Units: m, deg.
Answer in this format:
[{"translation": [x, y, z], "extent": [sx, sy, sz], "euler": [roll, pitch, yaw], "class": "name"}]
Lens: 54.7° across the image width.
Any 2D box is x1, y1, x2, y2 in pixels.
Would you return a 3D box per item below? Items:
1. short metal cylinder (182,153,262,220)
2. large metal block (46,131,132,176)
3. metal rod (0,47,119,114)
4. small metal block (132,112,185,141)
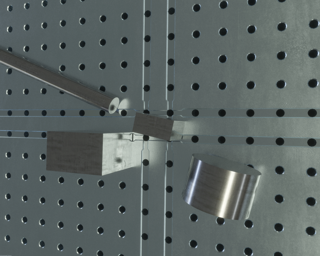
[{"translation": [0.070, 0.065, 0.358], "extent": [0.080, 0.080, 0.050], "euler": [16, 96, 19], "class": "short metal cylinder"}, {"translation": [-0.092, 0.030, 0.416], "extent": [0.080, 0.080, 0.050], "euler": [2, 91, 20], "class": "large metal block"}, {"translation": [-0.195, -0.090, 0.481], "extent": [0.301, 0.025, 0.025], "euler": [24, 98, 18], "class": "metal rod"}, {"translation": [0.000, -0.002, 0.399], "extent": [0.050, 0.050, 0.025], "euler": [13, 95, 19], "class": "small metal block"}]
